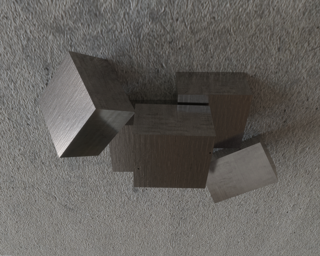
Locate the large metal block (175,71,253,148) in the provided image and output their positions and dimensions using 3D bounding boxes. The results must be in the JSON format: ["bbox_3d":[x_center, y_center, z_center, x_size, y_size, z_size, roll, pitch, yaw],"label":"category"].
[{"bbox_3d":[0.059,-0.021,0.376,0.081,0.050,0.079,0,130,-1],"label":"large metal block"}]

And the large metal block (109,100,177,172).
[{"bbox_3d":[-0.021,0.011,0.399,0.081,0.050,0.079,0,130,-1],"label":"large metal block"}]

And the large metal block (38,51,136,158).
[{"bbox_3d":[-0.084,-0.024,0.342,0.050,0.080,0.080,2,140,-48],"label":"large metal block"}]

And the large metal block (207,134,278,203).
[{"bbox_3d":[0.104,0.051,0.409,0.080,0.080,0.050,-25,88,19],"label":"large metal block"}]

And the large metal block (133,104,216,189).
[{"bbox_3d":[0.012,0.021,0.342,0.081,0.050,0.079,2,130,-2],"label":"large metal block"}]
